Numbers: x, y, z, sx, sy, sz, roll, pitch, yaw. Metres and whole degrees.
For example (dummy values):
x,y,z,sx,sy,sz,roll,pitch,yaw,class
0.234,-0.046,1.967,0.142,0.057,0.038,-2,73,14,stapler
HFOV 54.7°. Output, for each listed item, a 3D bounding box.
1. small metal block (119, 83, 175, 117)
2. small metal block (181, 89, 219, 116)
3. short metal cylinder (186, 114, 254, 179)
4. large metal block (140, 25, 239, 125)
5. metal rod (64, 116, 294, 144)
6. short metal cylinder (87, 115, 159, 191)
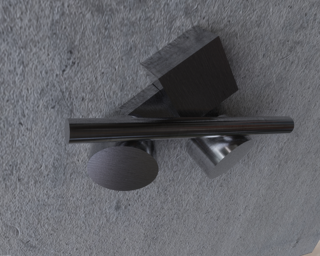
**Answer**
x,y,z,sx,sy,sz,roll,pitch,yaw,class
-0.015,-0.019,0.389,0.050,0.025,0.050,-38,129,-4,small metal block
0.049,-0.017,0.424,0.050,0.025,0.050,-37,129,-3,small metal block
0.084,0.027,0.437,0.080,0.050,0.080,-31,154,-17,short metal cylinder
0.037,-0.061,0.372,0.080,0.050,0.080,-36,129,-4,large metal block
0.045,-0.001,0.366,0.303,0.025,0.025,-2,119,-28,metal rod
-0.043,0.031,0.369,0.081,0.050,0.079,-2,133,-2,short metal cylinder
